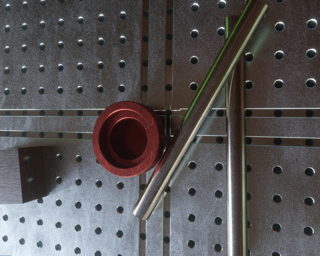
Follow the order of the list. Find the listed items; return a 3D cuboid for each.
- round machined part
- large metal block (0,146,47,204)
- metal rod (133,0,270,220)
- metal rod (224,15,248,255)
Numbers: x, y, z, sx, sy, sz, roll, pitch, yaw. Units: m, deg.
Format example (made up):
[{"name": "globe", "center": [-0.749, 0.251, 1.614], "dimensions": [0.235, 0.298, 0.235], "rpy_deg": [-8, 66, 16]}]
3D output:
[{"name": "round machined part", "center": [-0.037, 0.014, 0.413], "dimensions": [0.098, 0.042, 0.097], "rpy_deg": [-1, 88, 23]}, {"name": "large metal block", "center": [-0.228, 0.072, 0.478], "dimensions": [0.080, 0.050, 0.080], "rpy_deg": [-7, 88, 19]}, {"name": "metal rod", "center": [0.041, -0.010, 0.380], "dimensions": [0.025, 0.025, 0.298], "rpy_deg": [33, 107, 16]}, {"name": "metal rod", "center": [0.093, 0.015, 0.379], "dimensions": [0.025, 0.025, 0.298], "rpy_deg": [-1, 90, 19]}]
